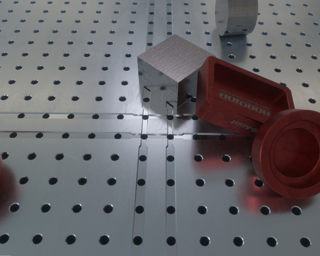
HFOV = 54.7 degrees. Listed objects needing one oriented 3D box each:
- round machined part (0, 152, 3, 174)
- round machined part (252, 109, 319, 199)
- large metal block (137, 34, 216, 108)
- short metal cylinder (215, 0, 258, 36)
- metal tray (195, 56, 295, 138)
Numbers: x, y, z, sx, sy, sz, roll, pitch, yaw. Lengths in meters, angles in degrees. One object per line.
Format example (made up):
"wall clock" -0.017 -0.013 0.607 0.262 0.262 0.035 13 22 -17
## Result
"round machined part" -0.230 0.052 0.351 0.099 0.042 0.098 0 50 0
"round machined part" 0.150 0.027 0.352 0.099 0.097 0.042 -9 8 -8
"large metal block" 0.024 -0.088 0.465 0.080 0.050 0.080 37 59 27
"short metal cylinder" 0.132 -0.205 0.545 0.050 0.080 0.080 -6 50 -5
"metal tray" 0.113 -0.034 0.404 0.131 0.030 0.090 19 49 -12
